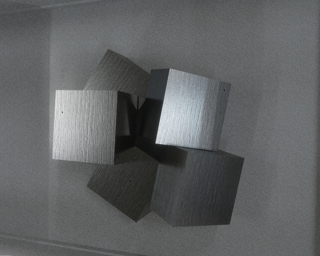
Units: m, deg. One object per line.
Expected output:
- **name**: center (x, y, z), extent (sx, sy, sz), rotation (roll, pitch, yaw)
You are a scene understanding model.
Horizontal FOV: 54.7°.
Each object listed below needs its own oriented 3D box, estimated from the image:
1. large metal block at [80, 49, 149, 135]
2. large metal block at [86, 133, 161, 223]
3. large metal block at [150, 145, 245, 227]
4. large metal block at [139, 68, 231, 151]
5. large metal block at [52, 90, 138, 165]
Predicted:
- **large metal block**: center (-0.049, -0.045, 0.412), extent (0.080, 0.050, 0.080), rotation (38, 102, 15)
- **large metal block**: center (-0.034, 0.060, 0.404), extent (0.080, 0.050, 0.080), rotation (31, 100, 17)
- **large metal block**: center (0.042, 0.064, 0.357), extent (0.050, 0.081, 0.079), rotation (18, 97, 58)
- **large metal block**: center (0.028, -0.021, 0.362), extent (0.081, 0.050, 0.079), rotation (9, 94, -26)
- **large metal block**: center (-0.076, -0.002, 0.367), extent (0.080, 0.050, 0.079), rotation (3, 90, 20)
